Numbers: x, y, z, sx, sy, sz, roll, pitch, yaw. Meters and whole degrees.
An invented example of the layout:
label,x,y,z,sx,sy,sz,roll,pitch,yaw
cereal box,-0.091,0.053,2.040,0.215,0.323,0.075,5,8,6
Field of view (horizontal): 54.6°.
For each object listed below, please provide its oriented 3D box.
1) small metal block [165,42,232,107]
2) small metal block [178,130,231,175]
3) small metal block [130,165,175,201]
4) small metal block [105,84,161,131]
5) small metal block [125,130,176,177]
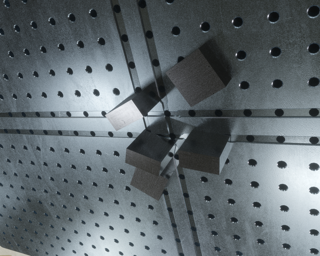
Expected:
label,x,y,z,sx,sy,sz,roll,pitch,yaw
small metal block,0.044,-0.059,0.352,0.050,0.025,0.050,-30,102,38
small metal block,0.056,0.029,0.384,0.050,0.050,0.025,9,122,23
small metal block,-0.012,0.074,0.464,0.050,0.025,0.050,28,128,10
small metal block,-0.034,-0.026,0.397,0.050,0.050,0.025,-25,105,37
small metal block,-0.012,0.033,0.423,0.050,0.050,0.025,20,126,16
